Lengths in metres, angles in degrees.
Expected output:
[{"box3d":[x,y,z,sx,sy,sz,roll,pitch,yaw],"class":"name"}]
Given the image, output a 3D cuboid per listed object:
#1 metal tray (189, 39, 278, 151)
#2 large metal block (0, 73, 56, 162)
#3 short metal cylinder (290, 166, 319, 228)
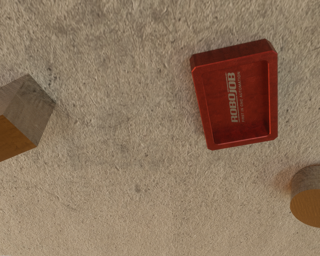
[{"box3d":[0.092,-0.034,0.375,0.090,0.030,0.129,-11,130,9],"class":"metal tray"},{"box3d":[-0.180,-0.009,0.362,0.080,0.080,0.050,-21,127,17],"class":"large metal block"},{"box3d":[0.240,0.103,0.465,0.080,0.050,0.079,13,128,17],"class":"short metal cylinder"}]
